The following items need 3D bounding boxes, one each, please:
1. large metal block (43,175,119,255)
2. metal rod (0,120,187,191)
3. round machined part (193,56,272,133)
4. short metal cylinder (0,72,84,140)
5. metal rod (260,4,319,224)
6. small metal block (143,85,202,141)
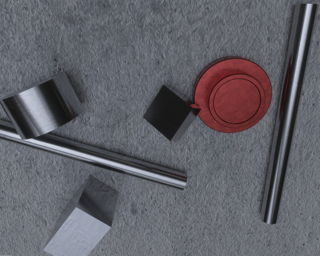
[{"bbox_3d":[-0.105,0.125,0.425,0.050,0.080,0.080,35,106,-12],"label":"large metal block"},{"bbox_3d":[-0.109,0.033,0.420,0.302,0.025,0.025,17,109,-7],"label":"metal rod"},{"bbox_3d":[0.092,-0.038,0.388,0.099,0.042,0.097,0,110,-1],"label":"round machined part"},{"bbox_3d":[-0.139,-0.028,0.368,0.080,0.080,0.050,-20,109,7],"label":"short metal cylinder"},{"bbox_3d":[0.167,-0.004,0.410,0.025,0.025,0.298,1,110,-1],"label":"metal rod"},{"bbox_3d":[0.015,-0.019,0.390,0.050,0.025,0.050,41,108,24],"label":"small metal block"}]
